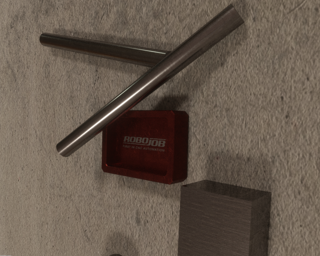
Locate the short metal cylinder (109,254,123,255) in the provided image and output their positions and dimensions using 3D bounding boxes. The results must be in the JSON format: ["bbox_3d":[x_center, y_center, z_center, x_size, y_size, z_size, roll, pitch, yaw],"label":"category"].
[{"bbox_3d":[-0.076,0.232,0.449,0.080,0.050,0.079,0,90,39],"label":"short metal cylinder"}]

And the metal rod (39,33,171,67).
[{"bbox_3d":[-0.100,-0.125,0.484,0.300,0.025,0.025,20,102,38],"label":"metal rod"}]

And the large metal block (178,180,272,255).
[{"bbox_3d":[0.068,0.105,0.331,0.080,0.050,0.079,5,93,39],"label":"large metal block"}]

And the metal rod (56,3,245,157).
[{"bbox_3d":[-0.029,-0.046,0.394,0.299,0.025,0.025,-35,69,23],"label":"metal rod"}]

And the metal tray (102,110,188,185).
[{"bbox_3d":[-0.025,0.021,0.419,0.130,0.030,0.089,3,92,39],"label":"metal tray"}]
